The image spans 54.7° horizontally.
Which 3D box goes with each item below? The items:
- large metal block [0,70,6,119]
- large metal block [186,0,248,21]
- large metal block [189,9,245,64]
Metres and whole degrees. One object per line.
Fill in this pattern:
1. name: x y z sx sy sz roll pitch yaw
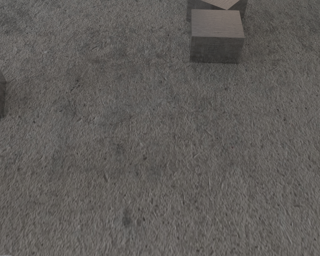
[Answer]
1. large metal block: -0.266 -0.051 0.428 0.081 0.050 0.080 -12 51 -10
2. large metal block: 0.107 -0.226 0.578 0.080 0.050 0.080 31 57 23
3. large metal block: 0.091 -0.153 0.516 0.080 0.050 0.080 2 50 2
